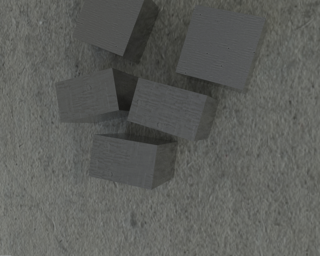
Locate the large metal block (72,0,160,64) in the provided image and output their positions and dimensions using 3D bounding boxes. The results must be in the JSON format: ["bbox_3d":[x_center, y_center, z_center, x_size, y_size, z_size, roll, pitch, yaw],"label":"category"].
[{"bbox_3d":[-0.058,-0.141,0.415,0.080,0.050,0.080,25,98,18],"label":"large metal block"}]

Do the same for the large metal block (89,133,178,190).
[{"bbox_3d":[-0.030,0.038,0.389,0.080,0.080,0.050,9,93,19],"label":"large metal block"}]

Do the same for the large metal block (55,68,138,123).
[{"bbox_3d":[-0.075,-0.038,0.405,0.080,0.080,0.050,-11,87,19],"label":"large metal block"}]

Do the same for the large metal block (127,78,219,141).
[{"bbox_3d":[0.019,-0.021,0.372,0.080,0.080,0.050,17,96,19],"label":"large metal block"}]

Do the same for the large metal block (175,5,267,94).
[{"bbox_3d":[0.074,-0.092,0.369,0.080,0.050,0.080,18,96,18],"label":"large metal block"}]
